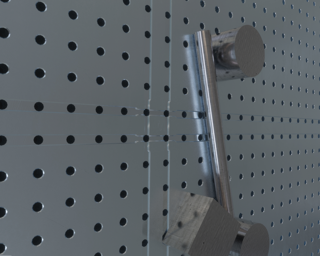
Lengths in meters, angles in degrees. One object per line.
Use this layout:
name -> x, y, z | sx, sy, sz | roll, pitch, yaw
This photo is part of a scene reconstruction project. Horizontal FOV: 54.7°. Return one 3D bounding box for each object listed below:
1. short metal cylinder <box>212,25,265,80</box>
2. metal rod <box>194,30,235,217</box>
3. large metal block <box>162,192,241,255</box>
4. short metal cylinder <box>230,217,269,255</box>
short metal cylinder -> 0.124, -0.119, 0.497 | 0.081, 0.050, 0.079 | 0, 90, -40
metal rod -> 0.086, 0.003, 0.481 | 0.025, 0.025, 0.298 | -15, 100, -39
large metal block -> 0.062, 0.151, 0.446 | 0.080, 0.050, 0.080 | 46, 63, -31
short metal cylinder -> 0.135, 0.190, 0.507 | 0.081, 0.050, 0.079 | 0, 90, -40
